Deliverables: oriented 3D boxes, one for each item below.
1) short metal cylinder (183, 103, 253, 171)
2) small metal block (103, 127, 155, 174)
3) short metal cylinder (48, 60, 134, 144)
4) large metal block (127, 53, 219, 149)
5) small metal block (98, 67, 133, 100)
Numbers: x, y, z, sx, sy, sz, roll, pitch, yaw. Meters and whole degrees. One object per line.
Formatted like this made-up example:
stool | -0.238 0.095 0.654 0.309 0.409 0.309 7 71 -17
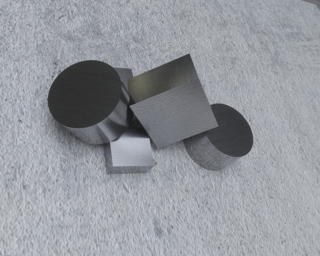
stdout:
short metal cylinder | 0.079 0.013 0.426 0.081 0.050 0.080 14 56 -21
small metal block | -0.039 0.027 0.369 0.050 0.025 0.050 3 61 -27
short metal cylinder | -0.074 -0.028 0.344 0.080 0.050 0.080 -3 68 9
large metal block | 0.016 -0.030 0.375 0.050 0.080 0.080 -100 164 -45
small metal block | -0.060 -0.052 0.405 0.050 0.025 0.050 -1 62 -29
